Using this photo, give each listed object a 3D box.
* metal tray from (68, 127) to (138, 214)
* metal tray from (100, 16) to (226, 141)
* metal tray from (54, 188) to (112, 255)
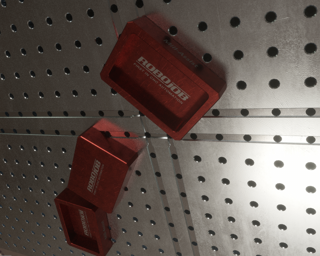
[{"bbox_3d":[-0.096,0.072,0.501,0.090,0.030,0.129,29,128,9],"label":"metal tray"},{"bbox_3d":[0.001,-0.056,0.371,0.130,0.030,0.089,40,129,0],"label":"metal tray"},{"bbox_3d":[-0.145,0.184,0.595,0.090,0.030,0.129,10,123,22],"label":"metal tray"}]
